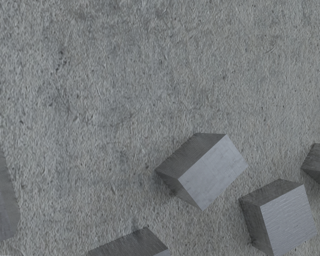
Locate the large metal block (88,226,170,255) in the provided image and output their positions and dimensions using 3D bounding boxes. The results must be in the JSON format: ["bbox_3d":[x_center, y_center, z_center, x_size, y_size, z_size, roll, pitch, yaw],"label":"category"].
[{"bbox_3d":[-0.034,0.168,0.367,0.081,0.080,0.050,-18,96,-19],"label":"large metal block"}]

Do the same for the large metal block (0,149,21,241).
[{"bbox_3d":[-0.181,0.068,0.313,0.050,0.080,0.080,-15,95,-19],"label":"large metal block"}]

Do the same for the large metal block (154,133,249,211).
[{"bbox_3d":[0.050,0.051,0.398,0.080,0.080,0.050,-40,103,-15],"label":"large metal block"}]

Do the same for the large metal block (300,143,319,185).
[{"bbox_3d":[0.288,0.069,0.486,0.080,0.080,0.050,38,78,-16],"label":"large metal block"}]

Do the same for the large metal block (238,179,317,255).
[{"bbox_3d":[0.175,0.131,0.460,0.081,0.050,0.080,-20,97,-19],"label":"large metal block"}]
